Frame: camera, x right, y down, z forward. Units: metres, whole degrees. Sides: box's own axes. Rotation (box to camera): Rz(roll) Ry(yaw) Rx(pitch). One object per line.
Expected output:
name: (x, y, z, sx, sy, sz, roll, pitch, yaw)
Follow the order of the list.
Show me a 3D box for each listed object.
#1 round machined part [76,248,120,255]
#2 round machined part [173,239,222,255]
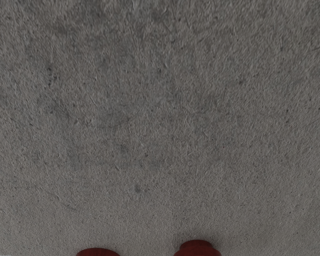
round machined part: (-0.130, 0.294, 0.645, 0.099, 0.042, 0.097, 0, 130, 0)
round machined part: (0.074, 0.259, 0.617, 0.099, 0.042, 0.097, 0, 130, 0)
